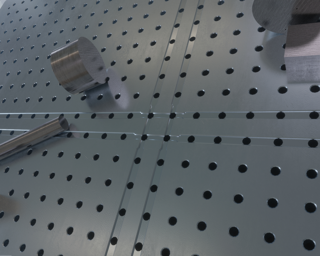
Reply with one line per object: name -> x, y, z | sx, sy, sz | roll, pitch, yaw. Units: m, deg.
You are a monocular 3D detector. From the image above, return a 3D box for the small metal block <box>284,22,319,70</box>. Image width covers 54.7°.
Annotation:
small metal block -> 0.181, -0.099, 0.374 | 0.050, 0.025, 0.050 | 3, 63, 29

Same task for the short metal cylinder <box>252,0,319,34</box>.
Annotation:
short metal cylinder -> 0.162, -0.166, 0.389 | 0.080, 0.080, 0.050 | 7, 66, 31

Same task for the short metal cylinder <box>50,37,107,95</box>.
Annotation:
short metal cylinder -> -0.130, -0.100, 0.502 | 0.050, 0.080, 0.080 | -20, 54, 16

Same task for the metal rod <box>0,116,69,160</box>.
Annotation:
metal rod -> -0.288, 0.048, 0.529 | 0.301, 0.025, 0.025 | -23, 53, 14
